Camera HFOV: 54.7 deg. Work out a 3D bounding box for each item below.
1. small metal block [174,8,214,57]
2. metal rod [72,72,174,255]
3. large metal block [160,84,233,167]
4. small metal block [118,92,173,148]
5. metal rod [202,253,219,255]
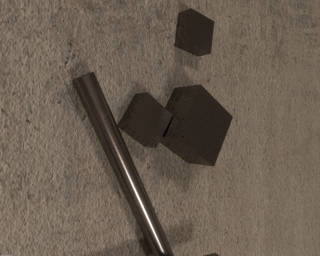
[{"bbox_3d":[0.050,-0.137,0.449,0.050,0.025,0.050,11,83,-40],"label":"small metal block"},{"bbox_3d":[-0.031,0.076,0.380,0.025,0.025,0.298,-34,111,-35],"label":"metal rod"},{"bbox_3d":[0.047,-0.002,0.430,0.080,0.050,0.080,39,66,-34],"label":"large metal block"},{"bbox_3d":[-0.018,-0.009,0.392,0.050,0.025,0.050,41,65,-33],"label":"small metal block"},{"bbox_3d":[-0.048,0.180,0.345,0.302,0.025,0.025,3,88,-34],"label":"metal rod"}]
